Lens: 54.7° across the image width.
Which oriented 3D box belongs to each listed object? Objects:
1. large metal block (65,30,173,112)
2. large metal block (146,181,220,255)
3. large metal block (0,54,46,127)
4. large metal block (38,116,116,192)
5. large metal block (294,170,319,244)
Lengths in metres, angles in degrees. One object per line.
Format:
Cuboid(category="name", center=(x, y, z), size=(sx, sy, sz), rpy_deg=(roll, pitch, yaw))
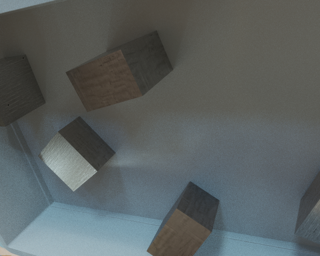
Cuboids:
Cuboid(category="large metal block", center=(-0.044, -0.066, 0.356), size=(0.080, 0.080, 0.050), rpy_deg=(-12, 112, 33))
Cuboid(category="large metal block", center=(0.034, 0.132, 0.424), size=(0.050, 0.080, 0.080), rpy_deg=(33, 112, 7))
Cuboid(category="large metal block", center=(-0.231, -0.056, 0.460), size=(0.050, 0.080, 0.080), rpy_deg=(1, 119, 28))
Cuboid(category="large metal block", center=(-0.131, 0.042, 0.488), size=(0.080, 0.050, 0.080), rpy_deg=(47, 129, -5))
Cuboid(category="large metal block", center=(0.202, 0.091, 0.332), size=(0.080, 0.050, 0.080), rpy_deg=(20, 138, 17))
